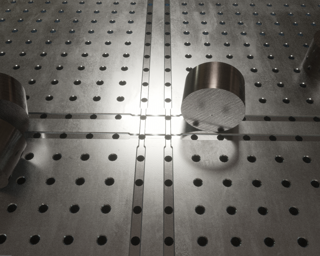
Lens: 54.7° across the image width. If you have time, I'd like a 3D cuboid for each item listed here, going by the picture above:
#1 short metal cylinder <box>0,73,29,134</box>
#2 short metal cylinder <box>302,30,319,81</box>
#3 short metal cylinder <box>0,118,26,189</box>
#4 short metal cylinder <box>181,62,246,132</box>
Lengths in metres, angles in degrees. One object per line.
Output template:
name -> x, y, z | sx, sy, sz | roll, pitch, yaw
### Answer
short metal cylinder -> -0.210, -0.024, 0.389 | 0.081, 0.080, 0.050 | -16, 52, -13
short metal cylinder -> 0.277, -0.115, 0.492 | 0.081, 0.050, 0.080 | 0, 50, 0
short metal cylinder -> -0.200, 0.027, 0.347 | 0.080, 0.080, 0.050 | 5, 50, 4
short metal cylinder -> 0.070, -0.040, 0.406 | 0.080, 0.080, 0.050 | 7, 51, 5
